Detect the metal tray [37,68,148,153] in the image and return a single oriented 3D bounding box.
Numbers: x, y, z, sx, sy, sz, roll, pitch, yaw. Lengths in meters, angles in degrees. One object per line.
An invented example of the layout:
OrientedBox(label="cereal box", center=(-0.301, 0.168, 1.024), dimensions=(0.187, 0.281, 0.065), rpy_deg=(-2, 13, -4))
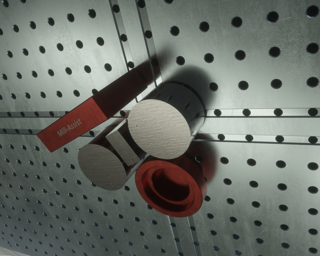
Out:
OrientedBox(label="metal tray", center=(-0.087, -0.022, 0.396), dimensions=(0.130, 0.090, 0.030), rpy_deg=(-26, 104, 37))

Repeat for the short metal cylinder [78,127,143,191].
OrientedBox(label="short metal cylinder", center=(-0.072, 0.045, 0.456), dimensions=(0.080, 0.050, 0.079), rpy_deg=(13, 124, 21))

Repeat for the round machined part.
OrientedBox(label="round machined part", center=(0.019, 0.073, 0.430), dimensions=(0.098, 0.042, 0.097), rpy_deg=(13, 124, 21))

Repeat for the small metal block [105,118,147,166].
OrientedBox(label="small metal block", center=(-0.037, 0.015, 0.418), dimensions=(0.025, 0.050, 0.050), rpy_deg=(-28, 103, 37))

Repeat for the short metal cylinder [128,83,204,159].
OrientedBox(label="short metal cylinder", center=(0.008, -0.009, 0.380), dimensions=(0.080, 0.050, 0.079), rpy_deg=(13, 124, 21))
